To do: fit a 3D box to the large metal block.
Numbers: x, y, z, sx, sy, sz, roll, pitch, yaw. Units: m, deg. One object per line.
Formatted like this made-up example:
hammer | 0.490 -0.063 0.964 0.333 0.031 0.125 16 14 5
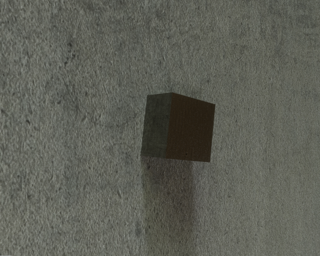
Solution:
large metal block | 0.025 0.002 0.413 0.081 0.050 0.080 10 84 -40
